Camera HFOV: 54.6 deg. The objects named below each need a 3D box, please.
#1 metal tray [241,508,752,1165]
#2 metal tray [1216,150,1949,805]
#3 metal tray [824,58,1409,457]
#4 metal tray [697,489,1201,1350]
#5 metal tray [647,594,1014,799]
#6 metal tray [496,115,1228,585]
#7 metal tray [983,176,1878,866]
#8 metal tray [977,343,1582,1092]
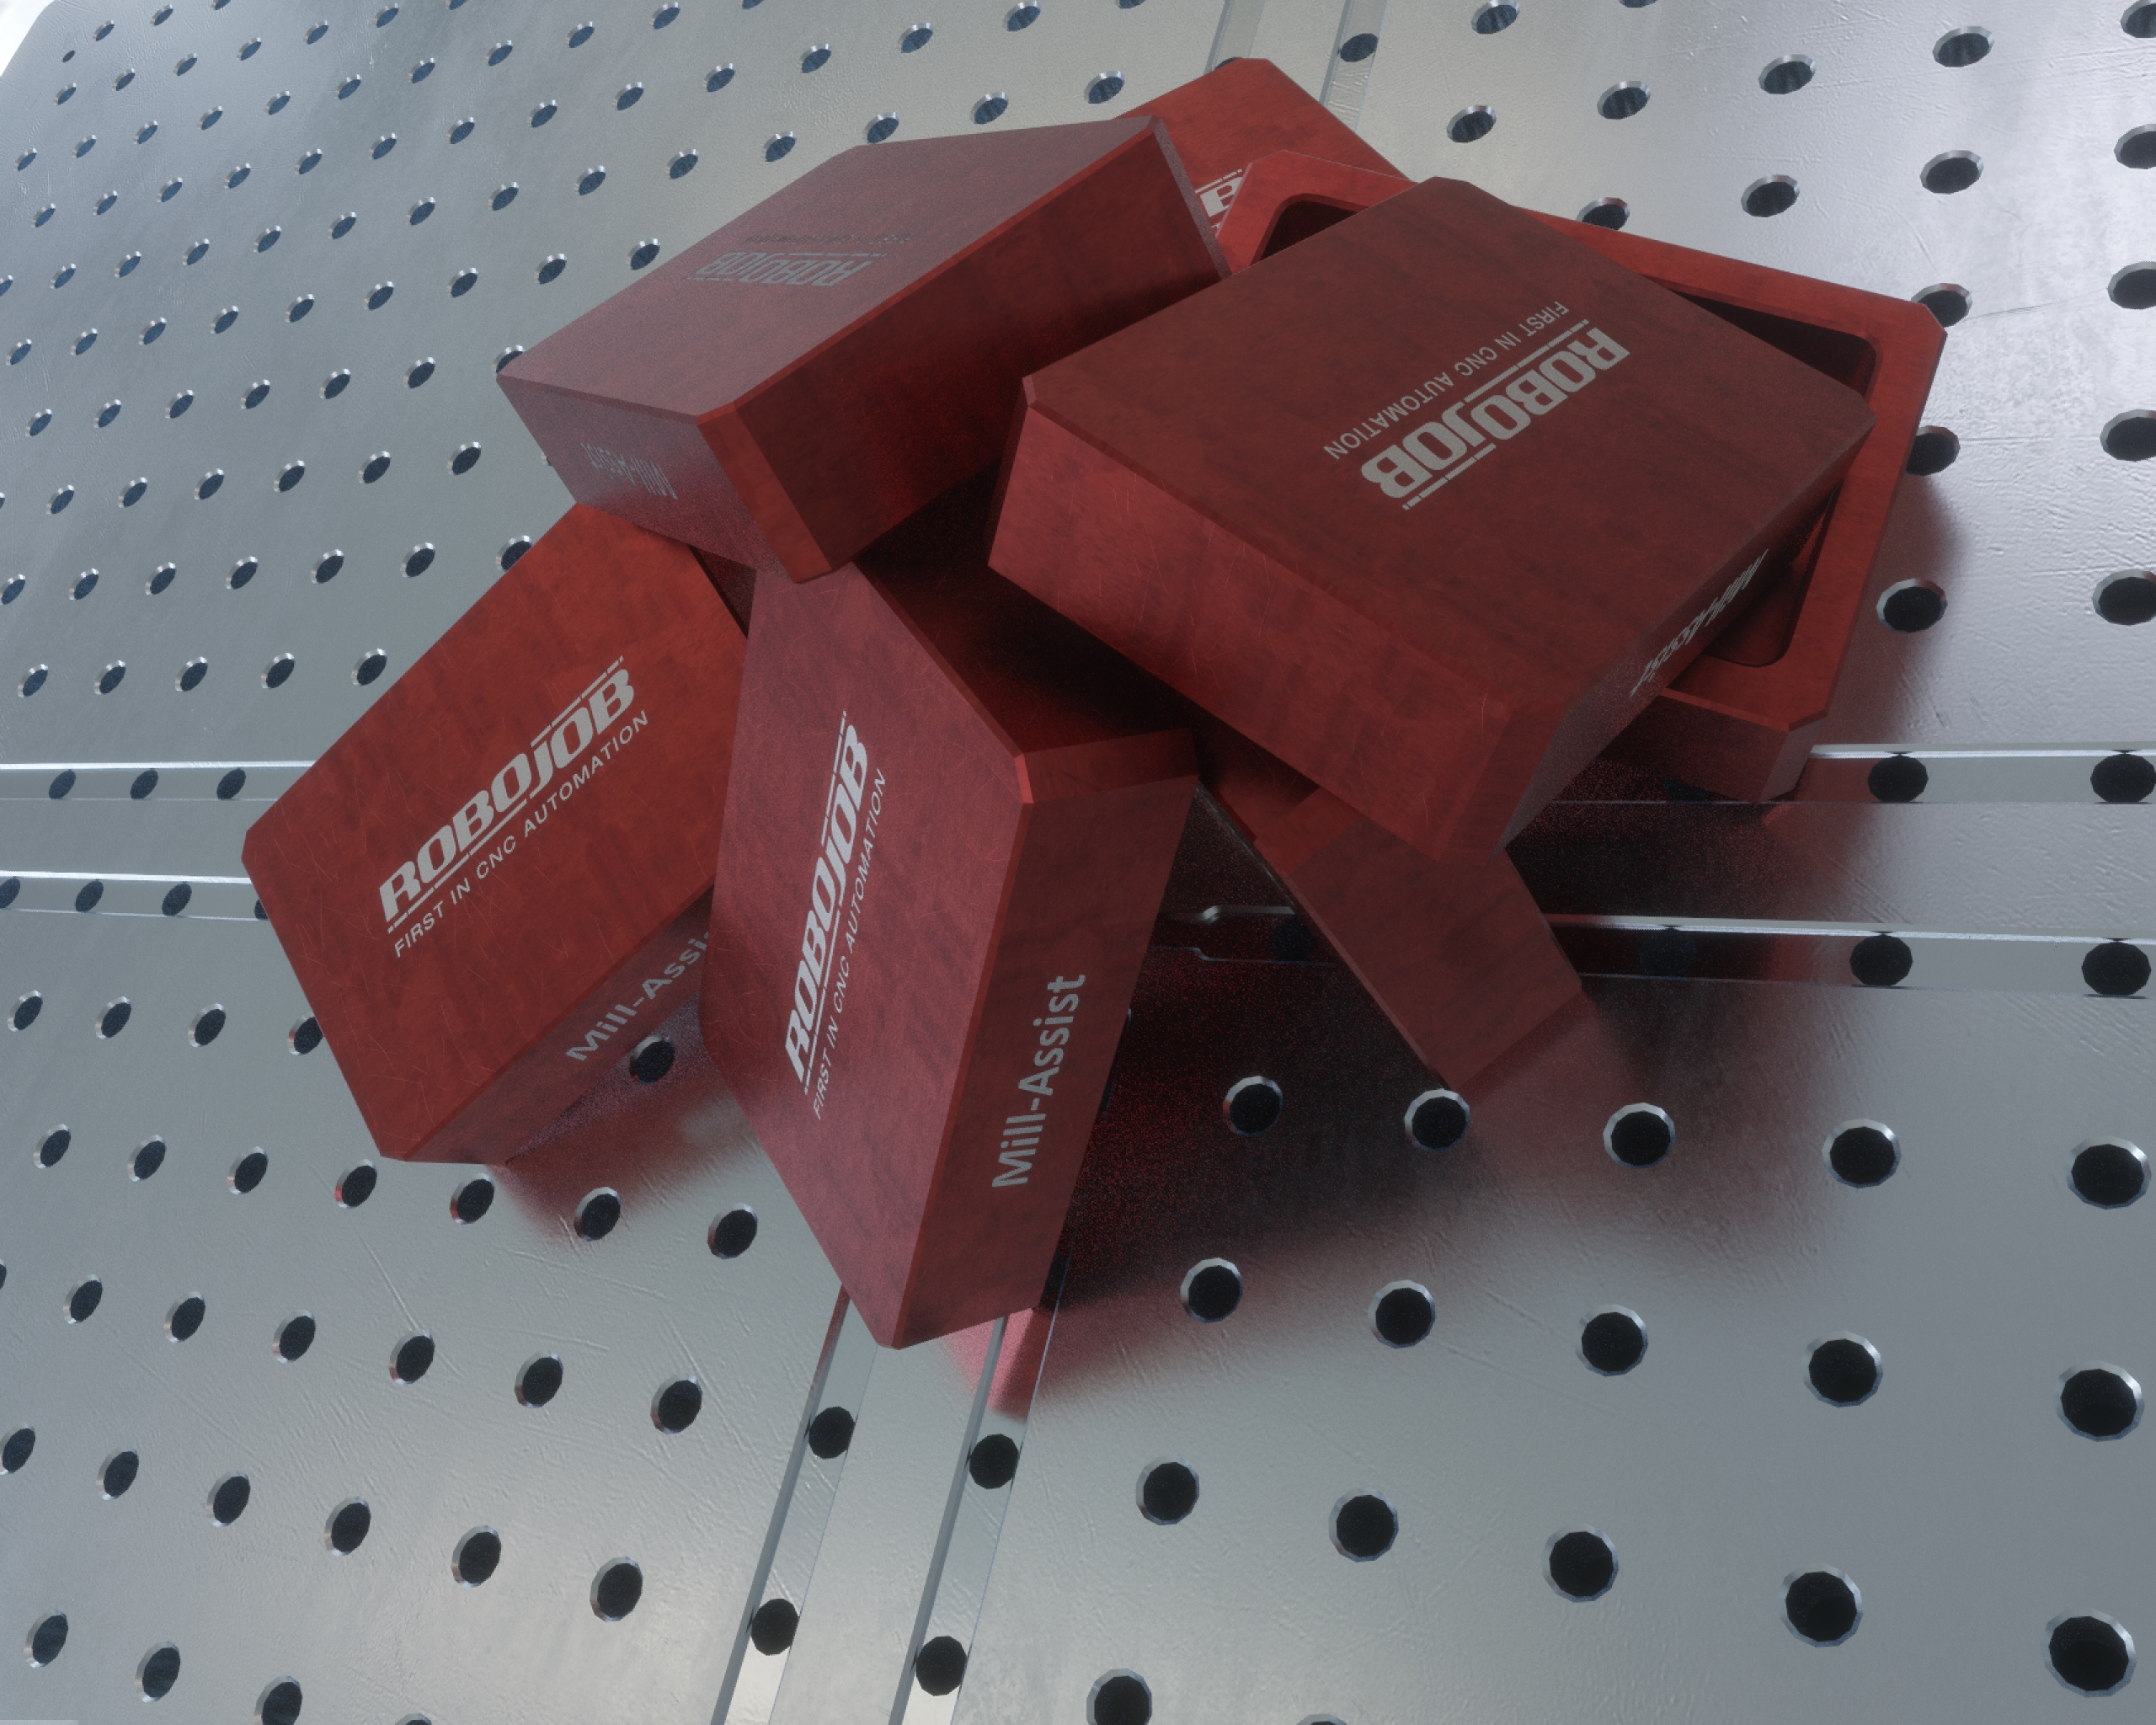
[{"bbox_3d":[-0.110,-0.009,0.440,0.130,0.030,0.090,-41,66,15],"label":"metal tray"},{"bbox_3d":[0.079,-0.073,0.381,0.130,0.030,0.090,19,70,14],"label":"metal tray"},{"bbox_3d":[0.007,-0.117,0.450,0.131,0.030,0.090,-28,53,-8],"label":"metal tray"},{"bbox_3d":[-0.029,0.008,0.360,0.030,0.129,0.090,-11,44,-31],"label":"metal tray"},{"bbox_3d":[-0.067,-0.051,0.472,0.130,0.030,0.090,-43,51,-2],"label":"metal tray"},{"bbox_3d":[-0.044,-0.095,0.374,0.090,0.030,0.130,-38,29,-15],"label":"metal tray"},{"bbox_3d":[0.060,-0.061,0.331,0.090,0.030,0.131,35,45,18],"label":"metal tray"},{"bbox_3d":[0.028,-0.028,0.370,0.030,0.090,0.130,-39,50,3],"label":"metal tray"}]
